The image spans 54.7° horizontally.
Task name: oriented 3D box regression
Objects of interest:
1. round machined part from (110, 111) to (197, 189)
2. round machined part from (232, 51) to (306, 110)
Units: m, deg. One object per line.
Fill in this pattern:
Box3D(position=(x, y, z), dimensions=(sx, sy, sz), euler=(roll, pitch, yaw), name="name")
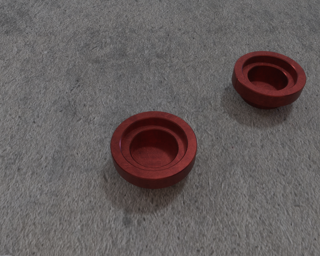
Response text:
Box3D(position=(-0.007, 0.029, 0.367), dimensions=(0.099, 0.042, 0.098), euler=(0, 50, 0), name="round machined part")
Box3D(position=(0.153, -0.065, 0.447), dimensions=(0.099, 0.042, 0.098), euler=(0, 50, 0), name="round machined part")
